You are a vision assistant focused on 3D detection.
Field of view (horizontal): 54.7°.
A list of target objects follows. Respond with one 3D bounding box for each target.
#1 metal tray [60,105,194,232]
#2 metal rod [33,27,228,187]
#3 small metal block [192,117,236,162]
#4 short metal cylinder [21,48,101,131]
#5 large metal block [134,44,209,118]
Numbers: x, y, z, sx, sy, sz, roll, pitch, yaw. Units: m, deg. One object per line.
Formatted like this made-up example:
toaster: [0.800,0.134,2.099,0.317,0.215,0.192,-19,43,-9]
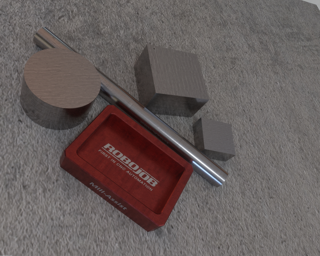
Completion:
metal tray: [-0.035,0.044,0.358,0.130,0.030,0.090,38,51,-3]
metal rod: [-0.036,-0.025,0.402,0.300,0.025,0.025,39,51,-3]
small metal block: [0.076,0.017,0.438,0.050,0.025,0.050,12,57,-22]
short metal cylinder: [-0.114,-0.044,0.355,0.081,0.050,0.080,14,56,-21]
large metal block: [0.014,-0.064,0.437,0.081,0.050,0.080,4,60,-27]
